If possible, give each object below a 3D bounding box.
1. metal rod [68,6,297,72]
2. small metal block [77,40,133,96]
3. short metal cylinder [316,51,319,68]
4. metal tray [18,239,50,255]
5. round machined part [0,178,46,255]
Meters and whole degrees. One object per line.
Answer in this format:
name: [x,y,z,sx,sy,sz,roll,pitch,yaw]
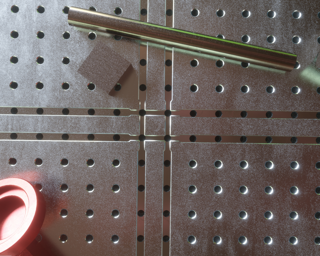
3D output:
metal rod: [0.030,-0.118,0.413,0.302,0.025,0.025,12,90,-1]
small metal block: [-0.072,-0.079,0.412,0.050,0.025,0.050,36,90,-1]
short metal cylinder: [0.246,-0.099,0.389,0.050,0.080,0.080,29,90,-1]
metal tray: [-0.171,0.218,0.409,0.090,0.030,0.130,-42,91,0]
round machined part: [-0.188,0.115,0.387,0.098,0.042,0.098,-7,54,10]
